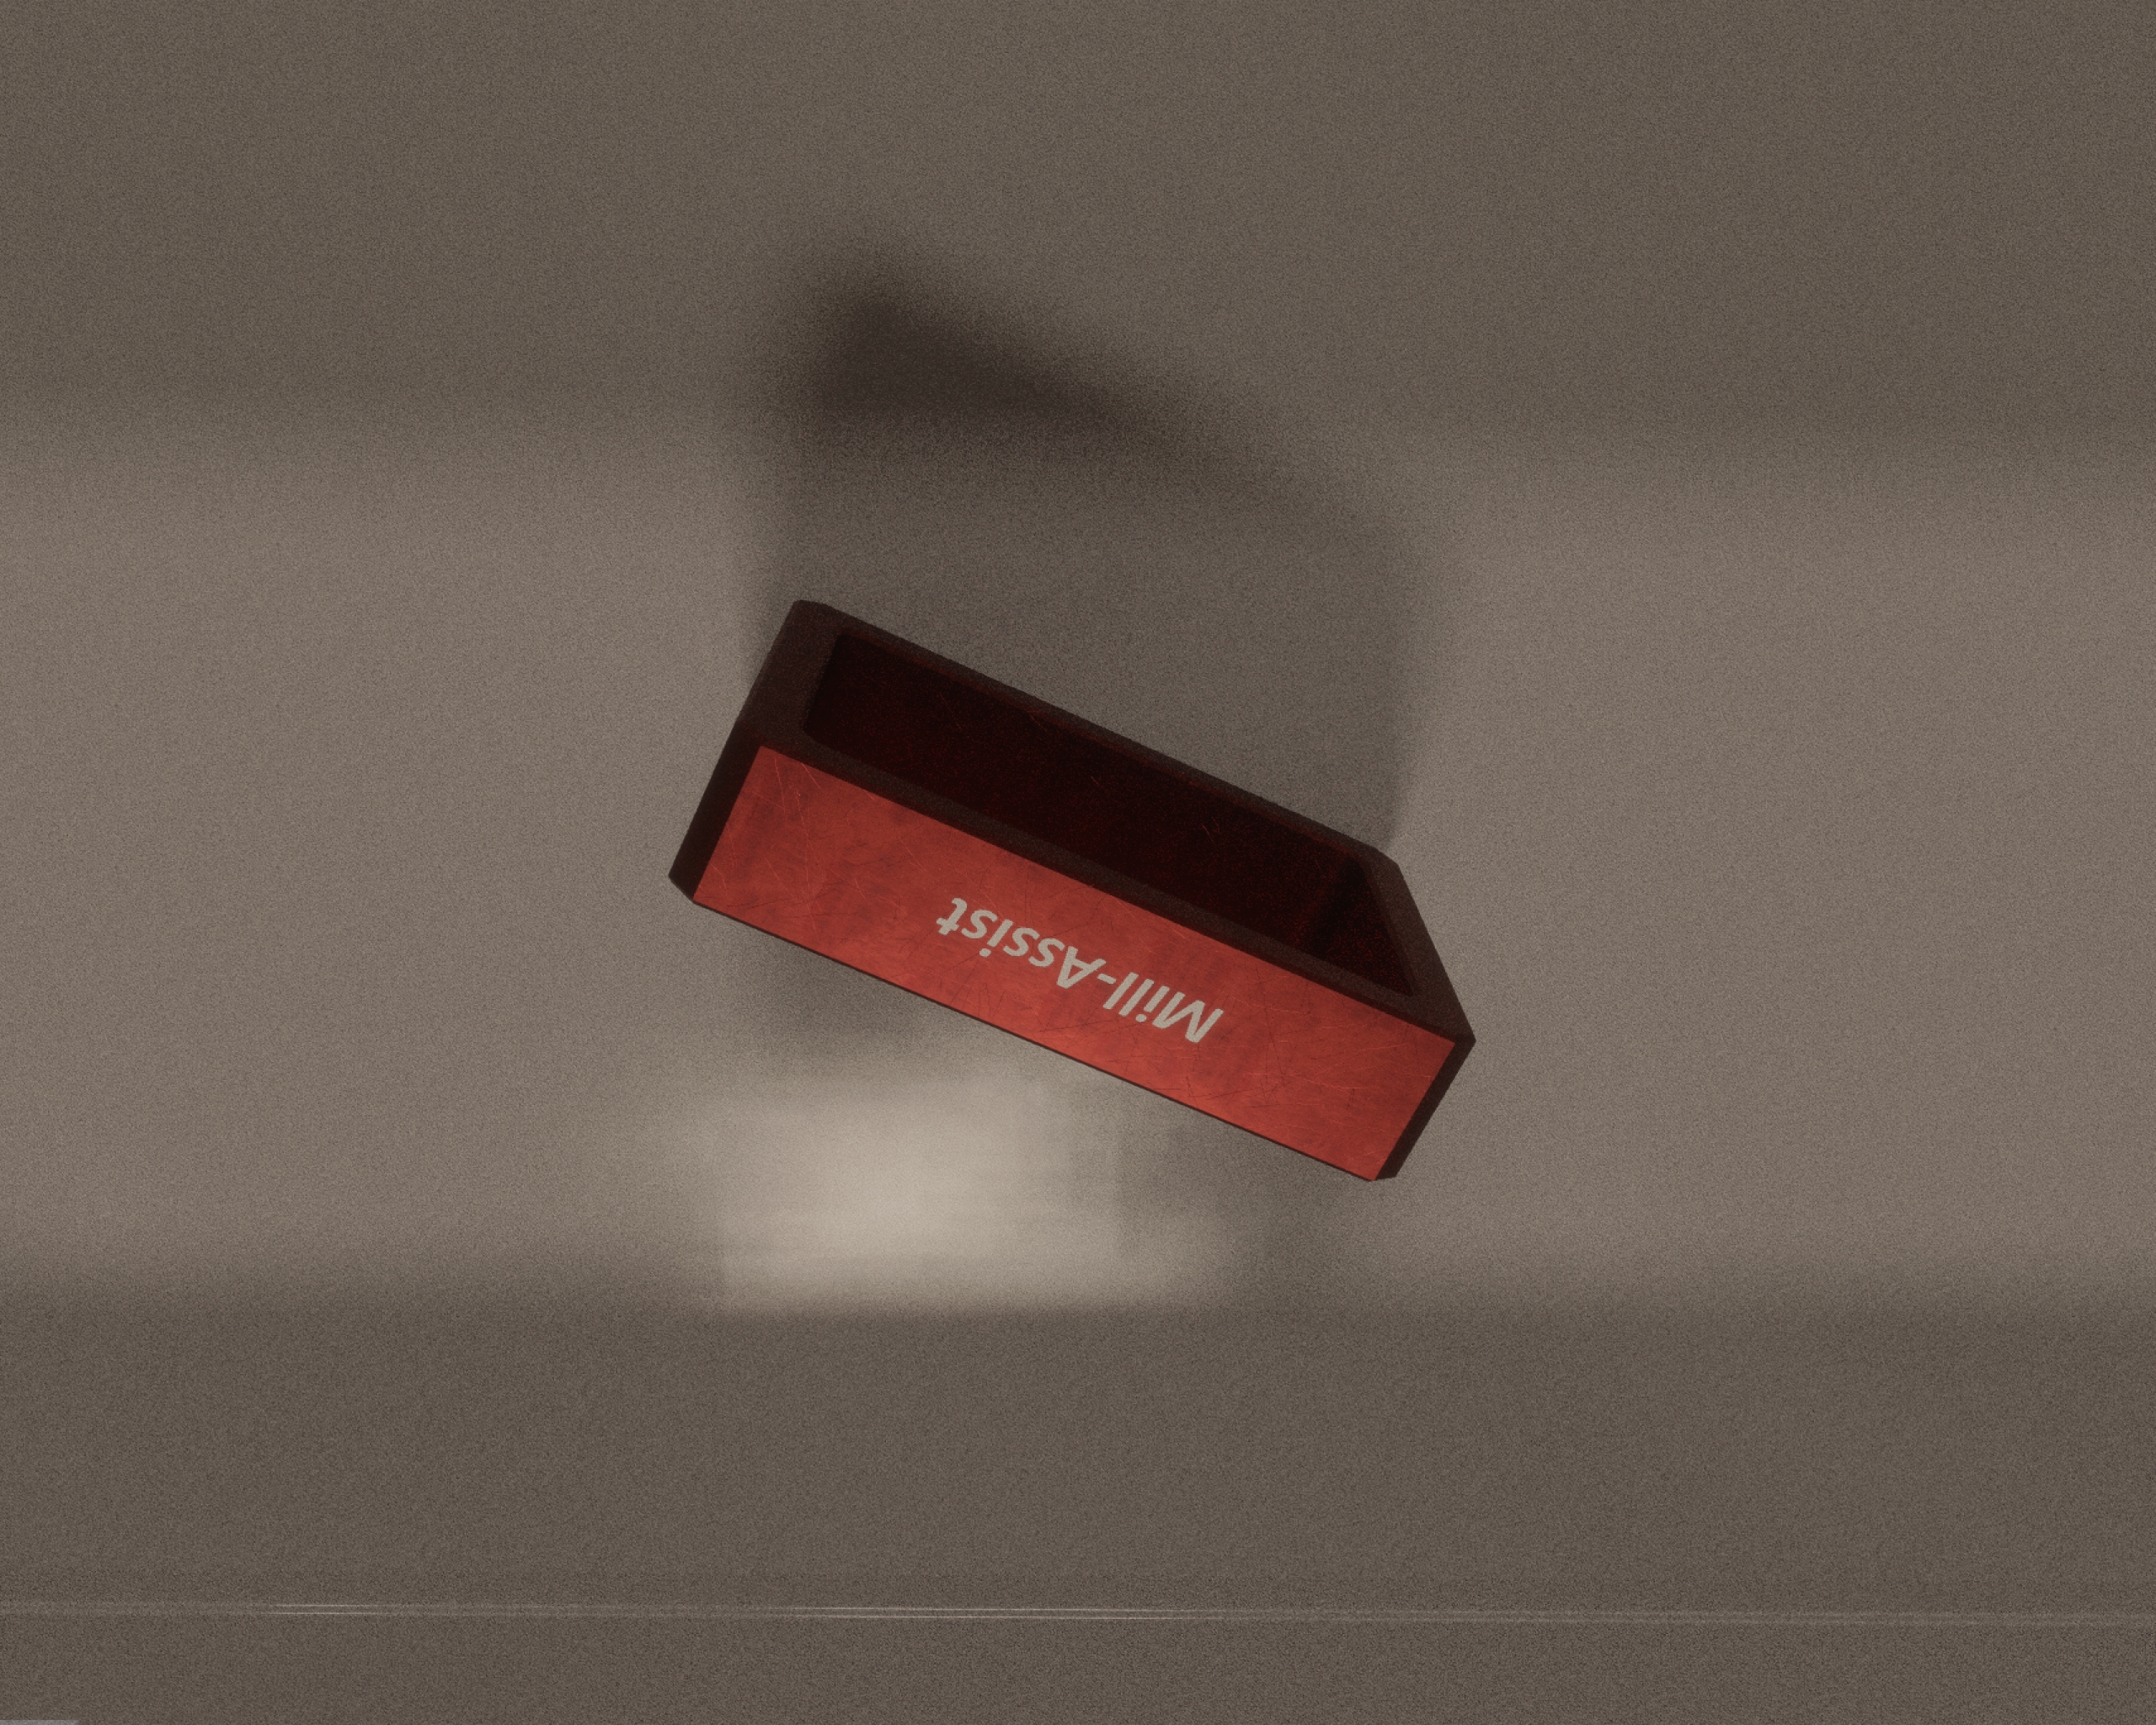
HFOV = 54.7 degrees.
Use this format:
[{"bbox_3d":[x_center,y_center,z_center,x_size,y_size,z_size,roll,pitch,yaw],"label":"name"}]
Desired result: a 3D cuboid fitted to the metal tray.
[{"bbox_3d":[0.000,0.002,0.374,0.131,0.090,0.030,23,108,-9],"label":"metal tray"}]
